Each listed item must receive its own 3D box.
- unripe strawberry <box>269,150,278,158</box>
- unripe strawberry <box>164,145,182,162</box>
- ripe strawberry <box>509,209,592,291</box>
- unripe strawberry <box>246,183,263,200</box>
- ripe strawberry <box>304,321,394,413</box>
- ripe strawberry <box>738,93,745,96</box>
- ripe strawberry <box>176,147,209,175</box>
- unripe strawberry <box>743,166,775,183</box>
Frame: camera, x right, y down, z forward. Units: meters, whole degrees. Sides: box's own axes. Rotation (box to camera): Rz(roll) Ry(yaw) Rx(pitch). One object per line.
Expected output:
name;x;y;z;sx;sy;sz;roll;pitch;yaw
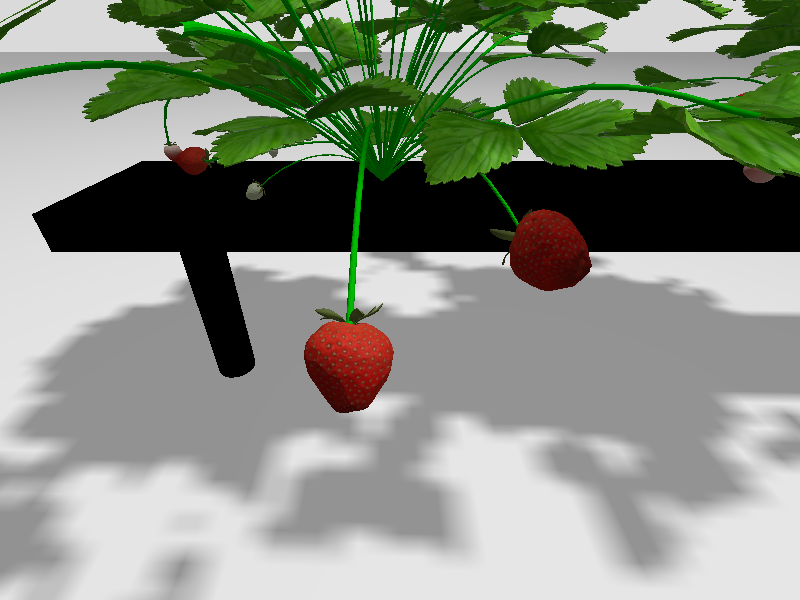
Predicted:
unripe strawberry;-0.124;-0.145;0.393;0.010;0.010;0.009;16;37;23
unripe strawberry;-0.214;-0.138;0.378;0.015;0.015;0.014;7;34;10
ripe strawberry;0.070;-0.021;0.187;0.034;0.039;0.037;-14;38;-21
unripe strawberry;-0.111;-0.082;0.304;0.013;0.013;0.011;46;-7;48
ripe strawberry;-0.017;0.022;0.133;0.030;0.030;0.025;0;-10;0
ripe strawberry;0.463;-0.253;0.534;0.050;0.045;0.045;4;23;6
ripe strawberry;-0.186;-0.124;0.358;0.027;0.023;0.027;3;33;5
unripe strawberry;0.305;-0.112;0.340;0.026;0.025;0.024;-2;33;-2
